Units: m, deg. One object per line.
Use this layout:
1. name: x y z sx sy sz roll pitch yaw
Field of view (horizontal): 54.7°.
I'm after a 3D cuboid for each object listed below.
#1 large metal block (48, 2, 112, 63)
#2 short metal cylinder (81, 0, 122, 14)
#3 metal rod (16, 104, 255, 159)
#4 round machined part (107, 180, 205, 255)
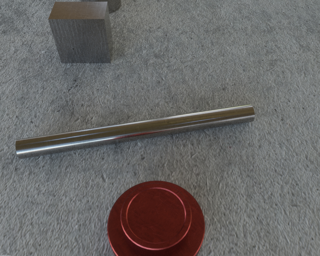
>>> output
1. large metal block: -0.121 -0.151 0.493 0.081 0.080 0.050 -1 50 -1
2. short metal cylinder: -0.118 -0.266 0.609 0.081 0.050 0.080 0 50 0
3. metal rod: -0.024 0.003 0.400 0.302 0.025 0.025 -9 51 -8
4. round machined part: -0.004 0.095 0.312 0.099 0.042 0.098 0 50 0
